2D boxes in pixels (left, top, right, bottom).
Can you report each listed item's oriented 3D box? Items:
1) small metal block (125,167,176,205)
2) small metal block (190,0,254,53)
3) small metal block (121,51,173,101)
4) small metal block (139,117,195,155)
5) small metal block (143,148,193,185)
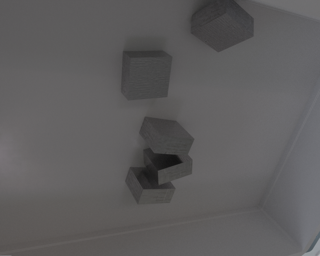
[{"bbox_3d":[-0.014,0.080,0.434,0.050,0.050,0.025,6,116,-31],"label":"small metal block"},{"bbox_3d":[0.072,-0.118,0.356,0.050,0.050,0.025,22,65,-37],"label":"small metal block"},{"bbox_3d":[-0.016,-0.062,0.361,0.050,0.025,0.050,-8,122,-25],"label":"small metal block"},{"bbox_3d":[0.008,0.010,0.403,0.050,0.050,0.025,7,115,-32],"label":"small metal block"},{"bbox_3d":[0.010,0.047,0.427,0.050,0.050,0.025,-15,125,-20],"label":"small metal block"}]
